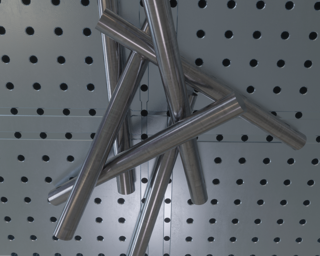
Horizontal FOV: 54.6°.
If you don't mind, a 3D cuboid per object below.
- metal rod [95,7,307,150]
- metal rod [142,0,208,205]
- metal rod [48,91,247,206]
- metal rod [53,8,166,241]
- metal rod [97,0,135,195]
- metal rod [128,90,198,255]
[{"bbox_3d":[0.063,-0.048,0.373,0.301,0.025,0.025,28,108,-19],"label":"metal rod"},{"bbox_3d":[0.025,-0.015,0.366,0.025,0.025,0.299,-12,126,4],"label":"metal rod"},{"bbox_3d":[-0.035,0.037,0.382,0.299,0.025,0.025,-29,109,27],"label":"metal rod"},{"bbox_3d":[-0.061,-0.002,0.376,0.025,0.025,0.299,23,95,-8],"label":"metal rod"},{"bbox_3d":[-0.055,-0.050,0.394,0.025,0.025,0.298,-3,110,1],"label":"metal rod"},{"bbox_3d":[-0.004,0.089,0.446,0.025,0.025,0.298,15,109,-6],"label":"metal rod"}]
